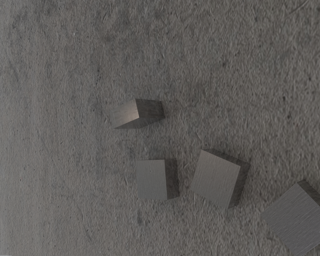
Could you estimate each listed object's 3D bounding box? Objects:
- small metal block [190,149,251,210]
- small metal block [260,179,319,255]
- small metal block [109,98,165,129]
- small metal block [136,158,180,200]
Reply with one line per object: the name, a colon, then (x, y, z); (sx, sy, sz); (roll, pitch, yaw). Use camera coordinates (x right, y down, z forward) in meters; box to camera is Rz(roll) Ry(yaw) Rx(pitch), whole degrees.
small metal block: (0.067, 0.056, 0.349); (0.050, 0.025, 0.050); (23, 104, 37)
small metal block: (0.134, 0.085, 0.294); (0.050, 0.025, 0.050); (52, 120, 27)
small metal block: (-0.030, -0.018, 0.414); (0.050, 0.050, 0.025); (-21, 77, 38)
small metal block: (-0.004, 0.066, 0.408); (0.050, 0.025, 0.050); (-7, 86, 39)
